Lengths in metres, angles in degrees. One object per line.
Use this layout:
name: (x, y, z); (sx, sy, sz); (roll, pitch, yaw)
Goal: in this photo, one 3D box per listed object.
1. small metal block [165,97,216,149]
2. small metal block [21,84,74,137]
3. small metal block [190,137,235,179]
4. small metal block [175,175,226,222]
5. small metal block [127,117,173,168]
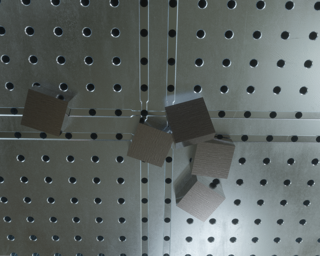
small metal block: (0.037, -0.006, 0.394); (0.050, 0.025, 0.050); (-15, 69, -3)
small metal block: (-0.147, -0.023, 0.404); (0.050, 0.025, 0.050); (19, 109, -7)
small metal block: (0.071, 0.040, 0.428); (0.050, 0.025, 0.050); (8, 110, -3)
small metal block: (0.058, 0.101, 0.451); (0.050, 0.025, 0.050); (33, 107, -12)
small metal block: (-0.012, 0.019, 0.420); (0.050, 0.025, 0.050); (20, 109, -7)
